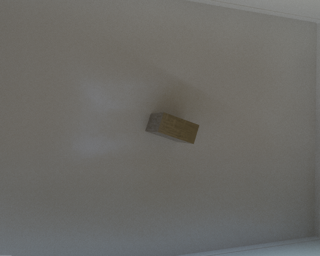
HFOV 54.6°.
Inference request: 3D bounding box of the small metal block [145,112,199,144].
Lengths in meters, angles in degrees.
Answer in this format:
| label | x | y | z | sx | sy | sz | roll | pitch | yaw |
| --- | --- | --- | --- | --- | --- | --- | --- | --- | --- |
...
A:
| label | x | y | z | sx | sy | sz | roll | pitch | yaw |
| --- | --- | --- | --- | --- | --- | --- | --- | --- | --- |
| small metal block | 0.015 | 0.000 | 0.402 | 0.050 | 0.050 | 0.025 | 19 | 84 | -19 |
